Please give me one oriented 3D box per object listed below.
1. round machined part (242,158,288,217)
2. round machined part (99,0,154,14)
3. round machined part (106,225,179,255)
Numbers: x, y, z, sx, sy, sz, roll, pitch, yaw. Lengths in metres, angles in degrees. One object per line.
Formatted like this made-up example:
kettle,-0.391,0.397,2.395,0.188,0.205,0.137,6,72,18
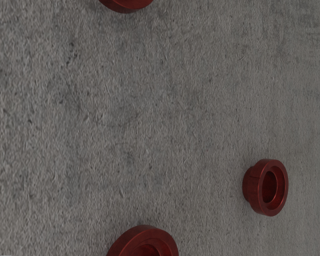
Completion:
round machined part,0.182,0.103,0.547,0.099,0.042,0.097,0,90,-40
round machined part,-0.038,-0.189,0.361,0.099,0.042,0.097,0,90,-40
round machined part,-0.027,0.165,0.371,0.099,0.042,0.097,0,90,-40
